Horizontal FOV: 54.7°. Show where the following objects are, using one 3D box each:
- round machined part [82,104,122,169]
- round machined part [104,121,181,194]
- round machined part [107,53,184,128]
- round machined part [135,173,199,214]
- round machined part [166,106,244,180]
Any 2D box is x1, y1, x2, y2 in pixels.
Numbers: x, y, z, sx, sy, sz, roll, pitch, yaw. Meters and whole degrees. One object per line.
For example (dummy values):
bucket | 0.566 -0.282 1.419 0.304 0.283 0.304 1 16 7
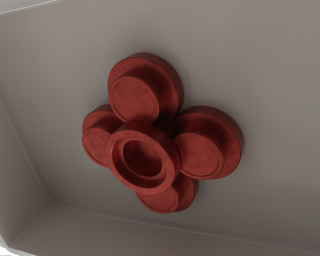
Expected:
round machined part | -0.072 0.019 0.444 0.098 0.042 0.097 13 124 21
round machined part | -0.019 0.034 0.399 0.098 0.042 0.097 13 124 21
round machined part | -0.024 -0.039 0.382 0.098 0.042 0.097 13 124 21
round machined part | 0.002 0.083 0.445 0.098 0.042 0.097 12 122 20
round machined part | 0.051 0.025 0.384 0.098 0.042 0.097 13 124 21
